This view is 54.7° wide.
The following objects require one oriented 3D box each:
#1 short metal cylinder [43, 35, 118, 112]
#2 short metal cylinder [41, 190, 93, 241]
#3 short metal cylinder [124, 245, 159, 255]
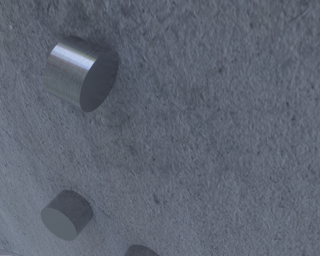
[{"bbox_3d":[-0.094,-0.066,0.379,0.050,0.080,0.079,27,128,11],"label":"short metal cylinder"},{"bbox_3d":[-0.174,0.163,0.581,0.080,0.050,0.079,13,124,20],"label":"short metal cylinder"},{"bbox_3d":[-0.037,0.264,0.572,0.080,0.050,0.079,13,124,20],"label":"short metal cylinder"}]
